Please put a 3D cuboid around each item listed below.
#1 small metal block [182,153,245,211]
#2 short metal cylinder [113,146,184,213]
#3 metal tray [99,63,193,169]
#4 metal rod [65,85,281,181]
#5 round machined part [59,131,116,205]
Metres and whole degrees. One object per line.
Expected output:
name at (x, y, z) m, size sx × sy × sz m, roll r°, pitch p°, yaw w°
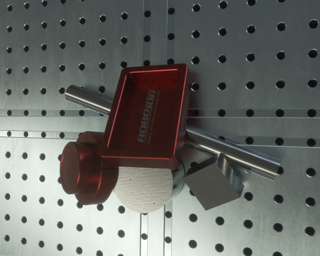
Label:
small metal block at (0.064, 0.065, 0.374) m, size 0.050 × 0.025 × 0.050 m, roll -33°, pitch 95°, yaw 33°
short metal cylinder at (-0.014, 0.064, 0.400) m, size 0.080 × 0.050 × 0.079 m, roll 0°, pitch 90°, yaw 20°
metal tray at (-0.014, -0.017, 0.379) m, size 0.090 × 0.030 × 0.130 m, roll 0°, pitch 61°, yaw 19°
metal rod at (0.003, -0.001, 0.407) m, size 0.301 × 0.025 × 0.025 m, roll 21°, pitch 97°, yaw 18°
round machined part at (-0.100, 0.052, 0.410) m, size 0.098 × 0.042 × 0.097 m, roll -9°, pitch 78°, yaw 52°
